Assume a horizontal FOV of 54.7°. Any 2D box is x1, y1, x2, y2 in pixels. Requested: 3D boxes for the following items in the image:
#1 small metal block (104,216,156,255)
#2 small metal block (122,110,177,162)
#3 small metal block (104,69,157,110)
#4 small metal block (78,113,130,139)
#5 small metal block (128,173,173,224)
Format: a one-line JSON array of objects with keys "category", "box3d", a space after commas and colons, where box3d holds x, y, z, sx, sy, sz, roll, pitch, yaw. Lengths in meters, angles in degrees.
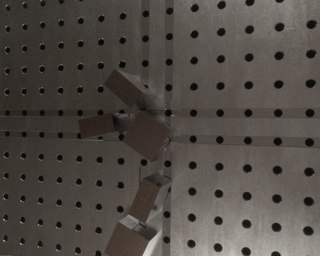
[{"category": "small metal block", "box3d": [-0.041, 0.159, 0.426, 0.050, 0.025, 0.050, 27, 99, 17]}, {"category": "small metal block", "box3d": [-0.014, 0.010, 0.417, 0.050, 0.025, 0.050, 34, 101, 16]}, {"category": "small metal block", "box3d": [-0.038, -0.050, 0.412, 0.050, 0.050, 0.025, 42, 103, 15]}, {"category": "small metal block", "box3d": [-0.074, -0.003, 0.424, 0.050, 0.050, 0.025, -11, 86, 19]}, {"category": "small metal block", "box3d": [-0.011, 0.089, 0.402, 0.025, 0.050, 0.050, 25, 98, 18]}]
